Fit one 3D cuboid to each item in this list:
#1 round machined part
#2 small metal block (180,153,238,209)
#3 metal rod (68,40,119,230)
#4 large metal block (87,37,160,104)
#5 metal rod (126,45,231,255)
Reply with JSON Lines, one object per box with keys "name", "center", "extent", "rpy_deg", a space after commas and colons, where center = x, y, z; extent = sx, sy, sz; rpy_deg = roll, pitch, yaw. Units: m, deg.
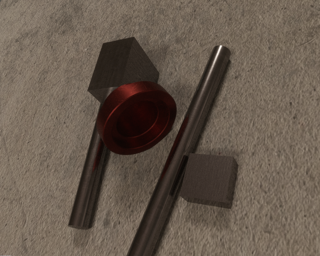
{"name": "round machined part", "center": [-0.032, -0.016, 0.383], "extent": [0.098, 0.098, 0.042], "rpy_deg": [-40, 51, 1]}
{"name": "small metal block", "center": [0.055, 0.057, 0.339], "extent": [0.050, 0.025, 0.050], "rpy_deg": [2, 63, 29]}
{"name": "metal rod", "center": [-0.081, -0.009, 0.449], "extent": [0.025, 0.025, 0.299], "rpy_deg": [-6, 59, 25]}
{"name": "large metal block", "center": [-0.046, -0.065, 0.431], "extent": [0.050, 0.080, 0.080], "rpy_deg": [-4, 60, 26]}
{"name": "metal rod", "center": [0.027, 0.025, 0.373], "extent": [0.025, 0.025, 0.300], "rpy_deg": [11, 67, 32]}
